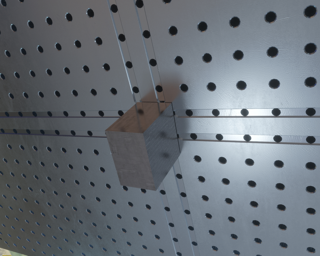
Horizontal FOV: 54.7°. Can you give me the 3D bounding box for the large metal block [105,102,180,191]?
[{"bbox_3d":[-0.018,0.020,0.395,0.050,0.080,0.079,3,120,26],"label":"large metal block"}]
